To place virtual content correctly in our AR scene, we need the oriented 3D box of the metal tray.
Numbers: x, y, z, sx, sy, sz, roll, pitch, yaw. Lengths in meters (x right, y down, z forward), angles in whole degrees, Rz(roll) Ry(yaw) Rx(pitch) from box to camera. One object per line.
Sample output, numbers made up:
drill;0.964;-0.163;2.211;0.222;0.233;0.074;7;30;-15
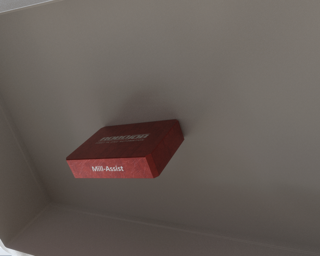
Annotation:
metal tray;-0.045;0.027;0.405;0.130;0.090;0.030;-5;116;30
